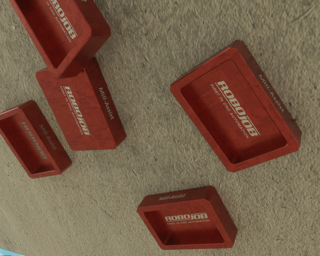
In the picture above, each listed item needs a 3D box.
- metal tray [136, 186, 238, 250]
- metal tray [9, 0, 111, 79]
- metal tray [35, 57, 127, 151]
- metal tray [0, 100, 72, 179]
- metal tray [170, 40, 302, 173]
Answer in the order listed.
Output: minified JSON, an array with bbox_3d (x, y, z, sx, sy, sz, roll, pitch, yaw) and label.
[{"bbox_3d":[0.039,0.140,0.469,0.130,0.030,0.090,-18,109,35],"label":"metal tray"},{"bbox_3d":[-0.121,-0.135,0.361,0.090,0.030,0.130,-36,82,38],"label":"metal tray"},{"bbox_3d":[-0.112,-0.030,0.444,0.090,0.030,0.129,-5,116,30],"label":"metal tray"},{"bbox_3d":[-0.221,0.024,0.534,0.090,0.030,0.129,-13,112,33],"label":"metal tray"},{"bbox_3d":[0.084,-0.019,0.347,0.090,0.030,0.130,-29,103,37],"label":"metal tray"}]
